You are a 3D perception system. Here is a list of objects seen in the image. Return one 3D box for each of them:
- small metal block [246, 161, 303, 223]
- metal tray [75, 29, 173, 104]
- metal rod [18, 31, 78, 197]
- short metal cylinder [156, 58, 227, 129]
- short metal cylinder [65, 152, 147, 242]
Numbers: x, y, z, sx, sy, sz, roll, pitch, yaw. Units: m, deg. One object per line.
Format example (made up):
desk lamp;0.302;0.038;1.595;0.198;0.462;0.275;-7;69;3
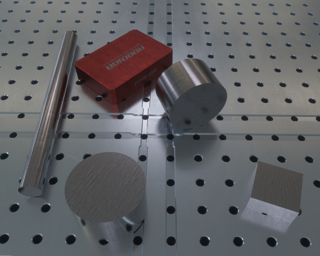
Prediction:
small metal block;0.129;0.071;0.349;0.050;0.025;0.050;16;52;13
metal tray;-0.054;-0.101;0.489;0.090;0.030;0.131;36;58;26
metal rod;-0.150;-0.044;0.442;0.025;0.025;0.300;-1;50;-1
short metal cylinder;0.041;-0.044;0.409;0.081;0.080;0.050;-16;52;-13
short metal cylinder;-0.055;0.072;0.330;0.081;0.050;0.080;0;50;0
